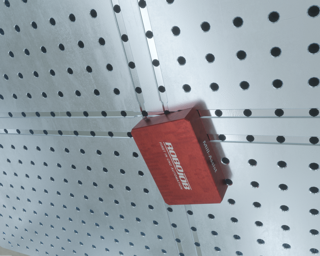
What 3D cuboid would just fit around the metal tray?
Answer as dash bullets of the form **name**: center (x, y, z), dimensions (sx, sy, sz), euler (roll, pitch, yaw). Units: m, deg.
- **metal tray**: center (0.027, 0.044, 0.421), dimensions (0.090, 0.030, 0.130), euler (-12, 113, 33)
